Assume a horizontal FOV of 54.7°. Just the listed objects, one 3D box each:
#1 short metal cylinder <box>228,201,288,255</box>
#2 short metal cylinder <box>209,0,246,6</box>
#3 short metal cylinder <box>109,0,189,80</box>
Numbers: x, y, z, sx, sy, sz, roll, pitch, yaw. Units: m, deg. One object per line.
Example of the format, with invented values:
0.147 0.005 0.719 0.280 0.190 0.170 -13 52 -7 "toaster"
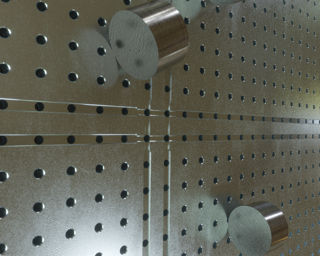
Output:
0.159 0.164 0.507 0.050 0.080 0.079 0 90 -40 "short metal cylinder"
0.108 -0.229 0.463 0.050 0.080 0.080 -30 109 -36 "short metal cylinder"
-0.014 -0.102 0.361 0.050 0.080 0.080 -35 112 -35 "short metal cylinder"
